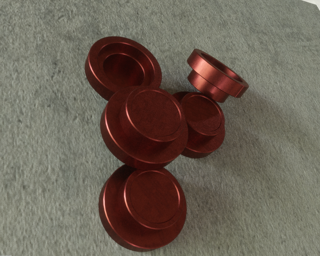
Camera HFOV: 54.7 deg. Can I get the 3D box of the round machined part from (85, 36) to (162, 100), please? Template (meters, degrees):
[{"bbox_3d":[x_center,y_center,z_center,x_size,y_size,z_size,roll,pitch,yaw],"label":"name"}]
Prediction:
[{"bbox_3d":[-0.050,-0.070,0.410,0.099,0.042,0.098,14,56,-21],"label":"round machined part"}]

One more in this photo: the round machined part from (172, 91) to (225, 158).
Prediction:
[{"bbox_3d":[0.050,-0.011,0.428,0.099,0.042,0.098,14,56,-21],"label":"round machined part"}]

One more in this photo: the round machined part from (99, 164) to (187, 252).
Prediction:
[{"bbox_3d":[-0.013,0.080,0.338,0.099,0.042,0.098,14,56,-21],"label":"round machined part"}]

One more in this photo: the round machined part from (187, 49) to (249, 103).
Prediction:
[{"bbox_3d":[0.081,-0.074,0.466,0.098,0.042,0.098,29,23,-13],"label":"round machined part"}]

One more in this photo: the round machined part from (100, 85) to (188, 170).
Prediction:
[{"bbox_3d":[-0.012,-0.007,0.338,0.099,0.042,0.098,14,56,-21],"label":"round machined part"}]
